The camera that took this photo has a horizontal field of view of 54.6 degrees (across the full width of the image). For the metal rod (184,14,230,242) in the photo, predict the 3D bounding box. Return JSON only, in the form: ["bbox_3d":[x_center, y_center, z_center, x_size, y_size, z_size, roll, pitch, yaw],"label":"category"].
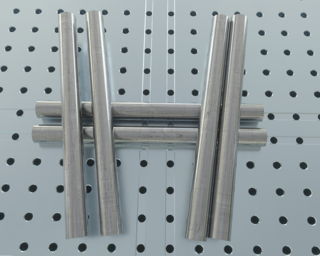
[{"bbox_3d":[0.063,-0.015,0.392,0.025,0.025,0.299,9,70,3],"label":"metal rod"}]

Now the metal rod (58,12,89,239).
[{"bbox_3d":[-0.112,-0.018,0.392,0.025,0.025,0.299,-8,70,-3],"label":"metal rod"}]

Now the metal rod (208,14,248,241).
[{"bbox_3d":[0.089,-0.016,0.392,0.025,0.025,0.299,9,70,3],"label":"metal rod"}]

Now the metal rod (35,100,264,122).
[{"bbox_3d":[-0.014,-0.023,0.421,0.302,0.025,0.025,1,70,0],"label":"metal rod"}]

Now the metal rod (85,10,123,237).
[{"bbox_3d":[-0.074,-0.021,0.393,0.025,0.025,0.299,-7,70,-3],"label":"metal rod"}]

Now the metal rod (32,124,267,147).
[{"bbox_3d":[-0.013,0.010,0.409,0.302,0.025,0.025,1,70,0],"label":"metal rod"}]
